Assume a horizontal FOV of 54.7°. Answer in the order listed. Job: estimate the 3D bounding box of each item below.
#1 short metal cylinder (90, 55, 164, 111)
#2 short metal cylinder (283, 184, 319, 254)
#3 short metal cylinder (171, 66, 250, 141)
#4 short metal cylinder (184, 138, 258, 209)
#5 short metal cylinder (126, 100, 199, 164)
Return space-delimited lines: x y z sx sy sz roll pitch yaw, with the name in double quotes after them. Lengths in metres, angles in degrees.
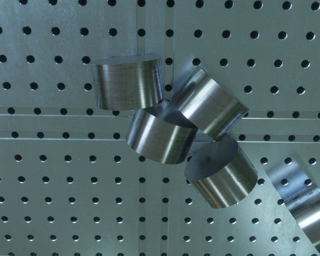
-0.037 -0.055 0.363 0.081 0.080 0.050 -4 109 1 "short metal cylinder"
0.220 0.125 0.434 0.050 0.080 0.080 -36 107 12 "short metal cylinder"
0.060 -0.030 0.374 0.080 0.080 0.050 37 106 -13 "short metal cylinder"
0.079 0.058 0.407 0.080 0.080 0.050 -33 107 11 "short metal cylinder"
0.004 0.002 0.384 0.080 0.080 0.050 19 111 -7 "short metal cylinder"
